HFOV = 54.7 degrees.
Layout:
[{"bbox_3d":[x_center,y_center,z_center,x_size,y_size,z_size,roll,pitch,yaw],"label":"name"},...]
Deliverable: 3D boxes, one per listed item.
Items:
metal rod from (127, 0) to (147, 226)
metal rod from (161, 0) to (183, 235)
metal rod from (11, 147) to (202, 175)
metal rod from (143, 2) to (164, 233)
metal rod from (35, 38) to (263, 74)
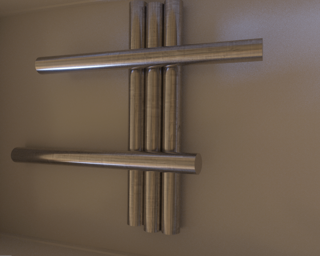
[{"bbox_3d":[-0.031,-0.019,0.421,0.025,0.025,0.298,1,90,20],"label":"metal rod"},{"bbox_3d":[0.016,-0.014,0.403,0.025,0.025,0.298,1,90,20],"label":"metal rod"},{"bbox_3d":[-0.090,0.042,0.422,0.300,0.025,0.025,0,90,27],"label":"metal rod"},{"bbox_3d":[-0.008,-0.014,0.412,0.025,0.025,0.298,1,90,20],"label":"metal rod"},{"bbox_3d":[-0.028,-0.088,0.392,0.301,0.025,0.025,0,90,20],"label":"metal rod"}]
